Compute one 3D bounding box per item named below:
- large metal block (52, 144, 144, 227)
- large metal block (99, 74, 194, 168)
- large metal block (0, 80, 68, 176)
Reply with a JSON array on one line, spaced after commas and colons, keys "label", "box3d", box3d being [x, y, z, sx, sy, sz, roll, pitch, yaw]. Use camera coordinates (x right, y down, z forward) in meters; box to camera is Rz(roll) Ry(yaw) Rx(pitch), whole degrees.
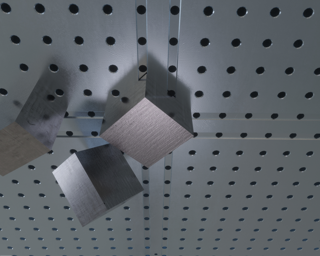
[{"label": "large metal block", "box3d": [-0.080, 0.071, 0.414, 0.050, 0.080, 0.080, -38, 78, 28]}, {"label": "large metal block", "box3d": [-0.016, -0.006, 0.390, 0.080, 0.050, 0.080, 37, 121, -27]}, {"label": "large metal block", "box3d": [-0.168, 0.000, 0.374, 0.080, 0.080, 0.050, -26, 125, 20]}]
